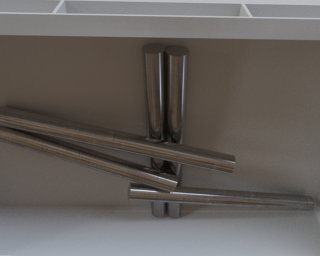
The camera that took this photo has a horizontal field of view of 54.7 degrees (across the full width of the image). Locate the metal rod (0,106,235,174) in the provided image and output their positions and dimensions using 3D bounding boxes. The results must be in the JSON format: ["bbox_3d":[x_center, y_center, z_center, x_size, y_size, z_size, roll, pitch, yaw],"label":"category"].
[{"bbox_3d":[-0.055,0.016,0.394,0.302,0.025,0.025,12,129,-2],"label":"metal rod"}]

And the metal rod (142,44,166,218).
[{"bbox_3d":[-0.005,0.028,0.429,0.025,0.025,0.298,-1,130,0],"label":"metal rod"}]

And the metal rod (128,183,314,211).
[{"bbox_3d":[0.102,0.108,0.478,0.302,0.025,0.025,7,130,-14],"label":"metal rod"}]

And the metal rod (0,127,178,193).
[{"bbox_3d":[-0.121,0.033,0.417,0.302,0.025,0.025,18,128,-9],"label":"metal rod"}]

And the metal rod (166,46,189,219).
[{"bbox_3d":[0.021,0.030,0.431,0.025,0.025,0.298,-1,130,0],"label":"metal rod"}]
